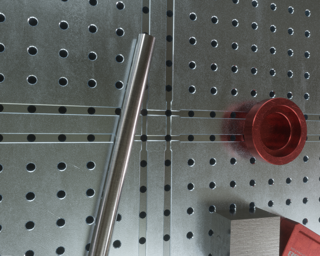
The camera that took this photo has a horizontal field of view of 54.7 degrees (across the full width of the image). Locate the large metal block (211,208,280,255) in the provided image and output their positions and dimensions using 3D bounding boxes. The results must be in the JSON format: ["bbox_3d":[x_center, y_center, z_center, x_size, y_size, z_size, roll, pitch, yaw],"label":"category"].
[{"bbox_3d":[0.121,0.163,0.444,0.081,0.050,0.080,2,89,-20],"label":"large metal block"}]

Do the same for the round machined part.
[{"bbox_3d":[0.167,0.005,0.465,0.099,0.042,0.097,0,90,-20],"label":"round machined part"}]

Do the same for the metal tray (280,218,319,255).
[{"bbox_3d":[0.235,0.214,0.496,0.130,0.030,0.090,33,79,-17],"label":"metal tray"}]

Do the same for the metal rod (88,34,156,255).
[{"bbox_3d":[-0.048,0.027,0.394,0.025,0.025,0.298,14,85,-20],"label":"metal rod"}]
